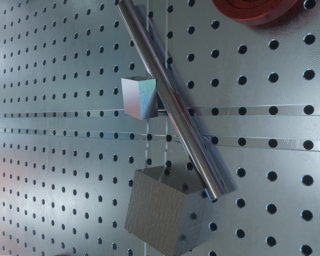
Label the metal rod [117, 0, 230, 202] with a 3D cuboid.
[{"bbox_3d":[0.009,-0.050,0.402,0.025,0.025,0.299,-38,67,33],"label":"metal rod"}]

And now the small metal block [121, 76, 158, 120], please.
[{"bbox_3d":[-0.028,-0.042,0.415,0.050,0.025,0.050,22,120,56],"label":"small metal block"}]

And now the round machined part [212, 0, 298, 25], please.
[{"bbox_3d":[0.103,-0.154,0.313,0.098,0.042,0.097,0,90,40],"label":"round machined part"}]

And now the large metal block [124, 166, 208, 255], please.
[{"bbox_3d":[0.008,0.101,0.387,0.080,0.050,0.079,19,102,38],"label":"large metal block"}]
